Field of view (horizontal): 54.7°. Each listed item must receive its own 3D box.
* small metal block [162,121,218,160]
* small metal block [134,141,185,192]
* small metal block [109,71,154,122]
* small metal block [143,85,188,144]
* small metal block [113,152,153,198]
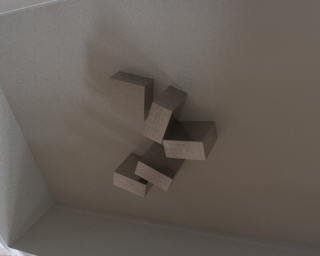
[{"bbox_3d":[0.038,0.014,0.381,0.050,0.050,0.025,2,119,27],"label":"small metal block"},{"bbox_3d":[0.001,0.051,0.424,0.050,0.050,0.025,27,128,11],"label":"small metal block"},{"bbox_3d":[-0.037,-0.041,0.403,0.050,0.025,0.050,16,125,19],"label":"small metal block"},{"bbox_3d":[0.007,-0.017,0.378,0.025,0.050,0.050,27,128,11],"label":"small metal block"},{"bbox_3d":[-0.033,0.067,0.451,0.050,0.050,0.025,20,126,17],"label":"small metal block"}]
